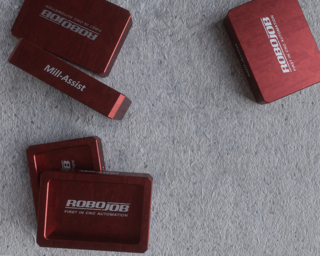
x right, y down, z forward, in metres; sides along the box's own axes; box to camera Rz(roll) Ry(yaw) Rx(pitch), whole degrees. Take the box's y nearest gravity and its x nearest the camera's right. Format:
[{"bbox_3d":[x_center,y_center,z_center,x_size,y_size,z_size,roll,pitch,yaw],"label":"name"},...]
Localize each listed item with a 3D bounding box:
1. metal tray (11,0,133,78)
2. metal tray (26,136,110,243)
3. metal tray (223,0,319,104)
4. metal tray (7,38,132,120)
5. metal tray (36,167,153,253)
[{"bbox_3d":[-0.113,-0.133,0.406,0.131,0.030,0.090,25,90,0],"label":"metal tray"},{"bbox_3d":[-0.116,0.080,0.406,0.091,0.030,0.129,-9,90,0],"label":"metal tray"},{"bbox_3d":[0.151,-0.106,0.408,0.090,0.030,0.129,-23,90,0],"label":"metal tray"},{"bbox_3d":[-0.102,-0.054,0.376,0.130,0.090,0.030,29,90,0],"label":"metal tray"},{"bbox_3d":[-0.077,0.098,0.376,0.131,0.030,0.089,4,90,-1],"label":"metal tray"}]
